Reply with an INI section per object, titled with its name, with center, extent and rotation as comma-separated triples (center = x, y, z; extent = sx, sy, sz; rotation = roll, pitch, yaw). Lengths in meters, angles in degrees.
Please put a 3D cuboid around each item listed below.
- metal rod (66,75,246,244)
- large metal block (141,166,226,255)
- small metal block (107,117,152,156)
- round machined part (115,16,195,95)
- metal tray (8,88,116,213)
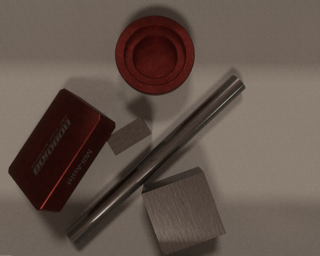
[metal rod]
center = -0.005, 0.041, 0.411
extent = 0.300, 0.025, 0.025
rotation = -43, 91, -1
[large metal block]
center = 0.029, 0.104, 0.399
extent = 0.080, 0.050, 0.080
rotation = -20, 90, -1
[small metal block]
center = -0.039, 0.010, 0.398
extent = 0.050, 0.050, 0.025
rotation = -32, 90, 0
[round machined part]
center = -0.006, -0.091, 0.403
extent = 0.099, 0.042, 0.097
rotation = 0, 90, -1
[metal tray]
center = -0.124, 0.025, 0.383
extent = 0.090, 0.030, 0.130
rotation = 33, 90, 36
